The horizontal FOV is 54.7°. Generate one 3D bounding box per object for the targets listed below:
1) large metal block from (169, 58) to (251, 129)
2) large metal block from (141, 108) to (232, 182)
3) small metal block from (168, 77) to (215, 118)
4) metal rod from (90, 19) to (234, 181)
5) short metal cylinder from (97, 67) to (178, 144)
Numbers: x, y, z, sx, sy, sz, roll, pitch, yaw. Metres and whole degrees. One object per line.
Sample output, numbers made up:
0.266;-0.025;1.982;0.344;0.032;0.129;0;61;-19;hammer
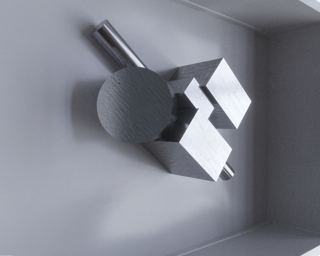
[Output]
0.064;-0.044;0.426;0.080;0.080;0.050;48;61;-30;large metal block
0.031;0.021;0.398;0.080;0.080;0.050;47;62;-30;large metal block
0.032;-0.034;0.387;0.050;0.050;0.025;48;61;-30;small metal block
0.020;-0.020;0.425;0.300;0.025;0.025;47;62;-30;metal rod
-0.022;-0.024;0.344;0.050;0.080;0.079;3;88;-80;short metal cylinder
